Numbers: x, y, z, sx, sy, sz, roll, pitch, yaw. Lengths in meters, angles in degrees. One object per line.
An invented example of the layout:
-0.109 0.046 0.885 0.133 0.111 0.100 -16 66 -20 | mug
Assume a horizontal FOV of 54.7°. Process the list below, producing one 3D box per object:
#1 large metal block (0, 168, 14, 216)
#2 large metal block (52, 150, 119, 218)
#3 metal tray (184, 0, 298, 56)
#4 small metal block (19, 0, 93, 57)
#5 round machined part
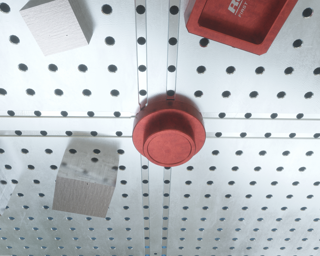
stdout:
-0.286 0.091 0.470 0.080 0.050 0.080 -4 130 3 | large metal block
-0.112 0.086 0.467 0.081 0.050 0.079 13 129 -11 | large metal block
0.087 -0.141 0.288 0.091 0.030 0.129 14 129 -12 | metal tray
-0.105 -0.107 0.319 0.050 0.025 0.050 -12 129 10 | small metal block
0.012 0.014 0.413 0.099 0.042 0.097 0 130 0 | round machined part
